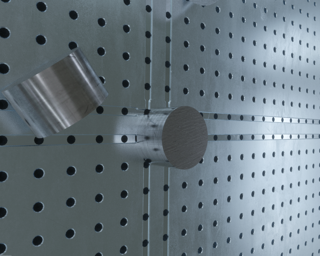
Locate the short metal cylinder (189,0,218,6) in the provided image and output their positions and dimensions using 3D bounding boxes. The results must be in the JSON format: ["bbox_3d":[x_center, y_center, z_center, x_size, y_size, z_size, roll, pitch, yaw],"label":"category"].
[{"bbox_3d":[0.066,-0.219,0.428,0.050,0.080,0.080,-50,120,-28],"label":"short metal cylinder"}]

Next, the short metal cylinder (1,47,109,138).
[{"bbox_3d":[-0.097,-0.034,0.292,0.080,0.080,0.050,-44,117,-31],"label":"short metal cylinder"}]

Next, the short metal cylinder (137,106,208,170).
[{"bbox_3d":[0.017,0.012,0.407,0.081,0.050,0.079,0,90,-40],"label":"short metal cylinder"}]
